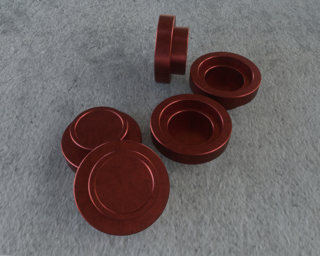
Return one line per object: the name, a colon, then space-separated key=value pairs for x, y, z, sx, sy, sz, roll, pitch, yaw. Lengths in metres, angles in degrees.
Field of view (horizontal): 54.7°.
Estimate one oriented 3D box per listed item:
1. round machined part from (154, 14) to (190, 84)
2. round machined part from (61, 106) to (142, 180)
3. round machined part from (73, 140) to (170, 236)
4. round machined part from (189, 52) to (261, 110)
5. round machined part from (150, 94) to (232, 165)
round machined part: x=0.019 y=-0.113 z=0.451 sx=0.042 sy=0.097 sz=0.098 roll=5 pitch=50 yaw=4
round machined part: x=-0.072 y=0.011 z=0.382 sx=0.099 sy=0.042 sz=0.098 roll=0 pitch=50 yaw=0
round machined part: x=-0.038 y=0.059 z=0.317 sx=0.099 sy=0.042 sz=0.098 roll=3 pitch=74 yaw=-10
round machined part: x=0.091 y=-0.064 z=0.447 sx=0.099 sy=0.042 sz=0.098 roll=0 pitch=50 yaw=0
round machined part: x=0.037 y=0.006 z=0.388 sx=0.099 sy=0.042 sz=0.098 roll=0 pitch=50 yaw=0
